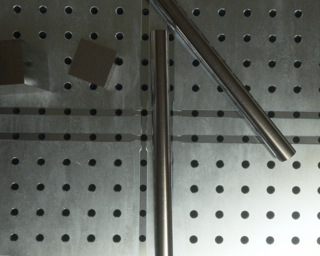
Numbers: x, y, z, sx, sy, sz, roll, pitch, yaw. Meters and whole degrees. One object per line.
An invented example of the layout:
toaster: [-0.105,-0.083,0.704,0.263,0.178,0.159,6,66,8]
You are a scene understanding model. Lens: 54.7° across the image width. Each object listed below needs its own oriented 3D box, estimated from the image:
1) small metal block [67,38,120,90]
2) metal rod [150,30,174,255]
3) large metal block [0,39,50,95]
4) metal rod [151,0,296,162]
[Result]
small metal block: [-0.087,-0.084,0.412,0.050,0.025,0.050,20,90,0]
metal rod: [0.003,0.022,0.413,0.025,0.025,0.298,-1,90,0]
large metal block: [-0.193,-0.071,0.384,0.081,0.080,0.050,-4,90,0]
metal rod: [0.077,-0.079,0.413,0.025,0.025,0.300,-39,90,0]
